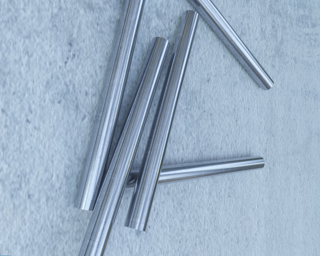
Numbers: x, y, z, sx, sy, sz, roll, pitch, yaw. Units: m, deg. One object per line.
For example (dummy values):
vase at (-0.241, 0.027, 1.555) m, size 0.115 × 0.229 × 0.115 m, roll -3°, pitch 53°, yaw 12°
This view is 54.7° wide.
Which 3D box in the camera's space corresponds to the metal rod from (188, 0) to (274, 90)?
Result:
metal rod at (0.101, -0.156, 0.491) m, size 0.301 × 0.025 × 0.025 m, roll 37°, pitch 67°, yaw -34°

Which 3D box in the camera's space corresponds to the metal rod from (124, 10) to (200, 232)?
metal rod at (0.008, -0.024, 0.392) m, size 0.025 × 0.025 × 0.299 m, roll 31°, pitch 65°, yaw -36°

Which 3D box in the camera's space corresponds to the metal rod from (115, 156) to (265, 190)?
metal rod at (0.062, 0.062, 0.458) m, size 0.302 × 0.025 × 0.025 m, roll 0°, pitch 90°, yaw -40°

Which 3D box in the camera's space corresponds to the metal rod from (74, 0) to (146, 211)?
metal rod at (-0.051, -0.057, 0.363) m, size 0.025 × 0.025 × 0.299 m, roll 20°, pitch 78°, yaw -39°

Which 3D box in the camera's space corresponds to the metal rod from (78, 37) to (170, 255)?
metal rod at (-0.038, 0.022, 0.353) m, size 0.025 × 0.025 × 0.299 m, roll 33°, pitch 63°, yaw -36°
